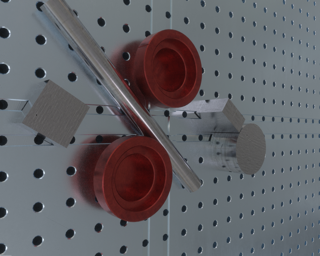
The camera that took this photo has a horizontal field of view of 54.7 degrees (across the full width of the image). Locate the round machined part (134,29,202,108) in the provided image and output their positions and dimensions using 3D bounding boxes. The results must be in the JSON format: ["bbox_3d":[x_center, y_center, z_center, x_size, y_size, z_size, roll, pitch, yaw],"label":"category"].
[{"bbox_3d":[0.006,-0.074,0.403,0.099,0.042,0.097,0,90,-40],"label":"round machined part"}]

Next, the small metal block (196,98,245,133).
[{"bbox_3d":[0.092,-0.018,0.470,0.050,0.050,0.025,44,63,-31],"label":"small metal block"}]

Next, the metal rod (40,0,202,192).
[{"bbox_3d":[-0.031,-0.023,0.382,0.025,0.025,0.300,-52,121,-27],"label":"metal rod"}]

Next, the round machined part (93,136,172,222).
[{"bbox_3d":[-0.035,0.057,0.369,0.099,0.042,0.097,0,90,-40],"label":"round machined part"}]

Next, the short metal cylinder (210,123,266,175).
[{"bbox_3d":[0.126,0.032,0.498,0.081,0.050,0.080,0,90,-40],"label":"short metal cylinder"}]

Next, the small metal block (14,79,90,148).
[{"bbox_3d":[-0.109,-0.014,0.317,0.050,0.025,0.050,38,67,-34],"label":"small metal block"}]
